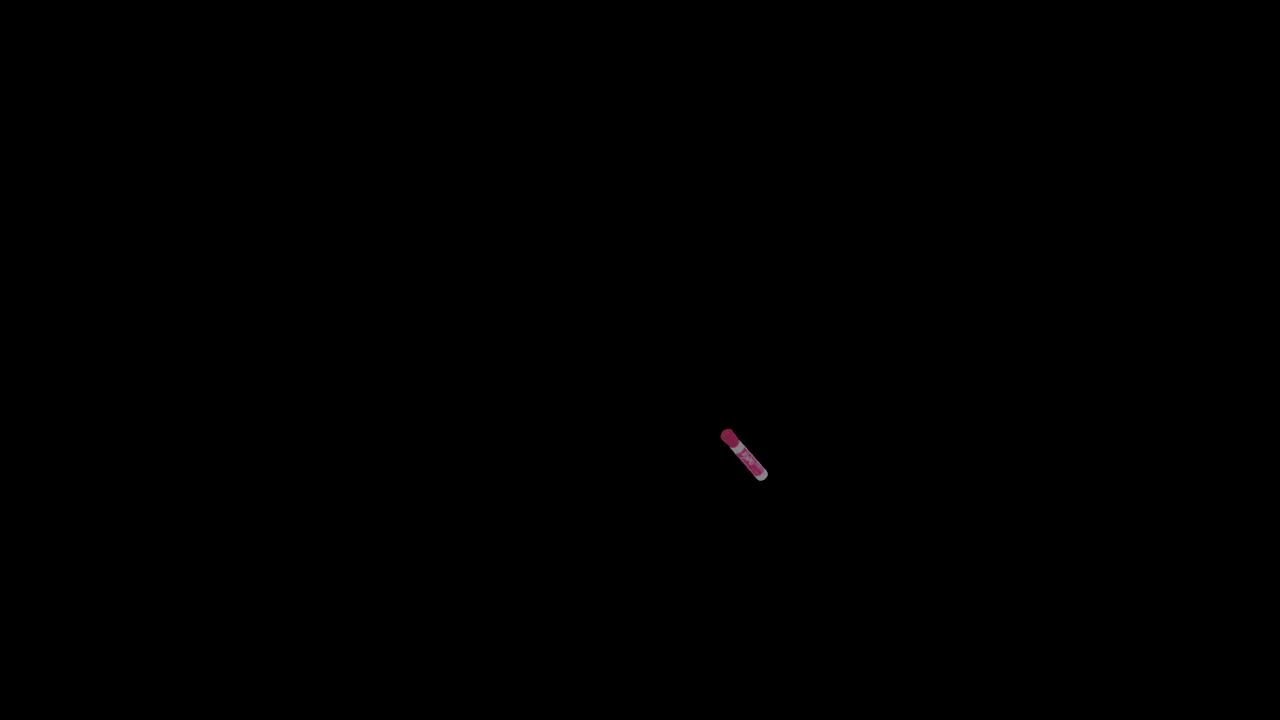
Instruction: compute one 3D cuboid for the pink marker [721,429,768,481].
[{"bbox_3d":[0.145,0.131,0.853,0.020,0.020,0.121,0,-36,41],"label":"pink marker"}]
